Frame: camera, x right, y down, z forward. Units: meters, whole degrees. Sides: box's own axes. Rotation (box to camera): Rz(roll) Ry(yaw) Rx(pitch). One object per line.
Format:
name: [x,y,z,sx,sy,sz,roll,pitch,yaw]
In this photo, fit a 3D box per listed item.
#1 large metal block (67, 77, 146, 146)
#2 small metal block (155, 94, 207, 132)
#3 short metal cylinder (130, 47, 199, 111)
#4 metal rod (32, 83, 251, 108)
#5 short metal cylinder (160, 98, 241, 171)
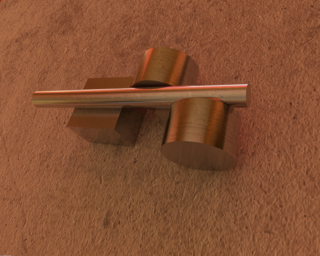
large metal block: [-0.070,-0.024,0.435,0.080,0.050,0.080,3,63,29]
small metal block: [0.030,-0.018,0.382,0.050,0.050,0.025,1,63,28]
short metal cylinder: [0.006,-0.059,0.403,0.080,0.080,0.050,2,63,29]
metal rod: [-0.043,-0.037,0.384,0.301,0.025,0.025,2,63,27]
short metal cylinder: [0.045,0.009,0.339,0.080,0.080,0.050,0,62,28]
